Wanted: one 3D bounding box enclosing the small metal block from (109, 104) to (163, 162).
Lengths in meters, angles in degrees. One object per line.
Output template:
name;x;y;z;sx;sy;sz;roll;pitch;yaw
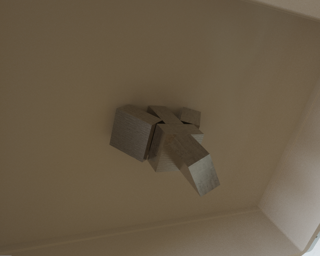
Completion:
small metal block;-0.030;0.006;0.374;0.025;0.050;0.050;-27;138;-56

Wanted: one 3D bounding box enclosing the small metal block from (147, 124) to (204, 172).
small metal block;0.018;0.023;0.364;0.050;0.025;0.050;1;118;-29

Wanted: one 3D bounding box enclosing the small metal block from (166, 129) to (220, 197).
small metal block;0.036;0.037;0.335;0.025;0.050;0.050;-31;128;-8

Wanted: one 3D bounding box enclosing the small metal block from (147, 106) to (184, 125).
small metal block;0.001;0.005;0.393;0.025;0.050;0.050;1;118;-29

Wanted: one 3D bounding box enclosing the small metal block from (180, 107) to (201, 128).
small metal block;0.034;0.006;0.410;0.025;0.050;0.050;16;115;2
